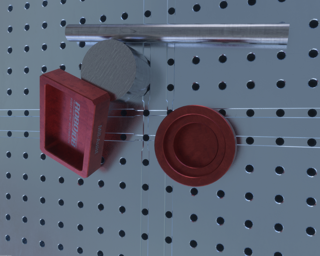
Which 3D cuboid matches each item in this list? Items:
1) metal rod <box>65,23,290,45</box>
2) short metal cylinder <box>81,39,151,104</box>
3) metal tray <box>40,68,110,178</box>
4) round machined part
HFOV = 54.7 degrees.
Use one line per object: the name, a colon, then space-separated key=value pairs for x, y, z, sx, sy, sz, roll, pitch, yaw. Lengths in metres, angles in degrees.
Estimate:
metal rod: x=0.008 y=-0.125 z=0.409 sx=0.301 sy=0.025 sz=0.025 roll=6 pitch=92 yaw=19
short metal cylinder: x=-0.059 y=-0.074 z=0.420 sx=0.080 sy=0.050 sz=0.080 roll=0 pitch=90 yaw=20
metal tray: x=-0.120 y=-0.004 z=0.422 sx=0.090 sy=0.030 sz=0.129 roll=27 pitch=126 yaw=18
round machined part: x=0.046 y=0.021 z=0.387 sx=0.098 sy=0.042 sz=0.097 roll=0 pitch=90 yaw=20
